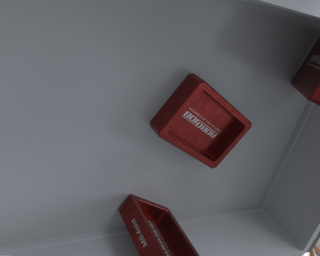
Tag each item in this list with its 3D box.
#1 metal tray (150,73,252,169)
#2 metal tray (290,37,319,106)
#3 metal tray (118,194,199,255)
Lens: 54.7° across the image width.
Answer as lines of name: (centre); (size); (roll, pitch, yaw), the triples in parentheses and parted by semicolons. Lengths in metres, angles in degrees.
metal tray: (0.061, -0.005, 0.435); (0.130, 0.030, 0.090); (33, 100, -38)
metal tray: (0.224, -0.082, 0.416); (0.030, 0.130, 0.089); (28, 111, 4)
metal tray: (0.002, 0.157, 0.439); (0.090, 0.130, 0.030); (32, 101, -38)
